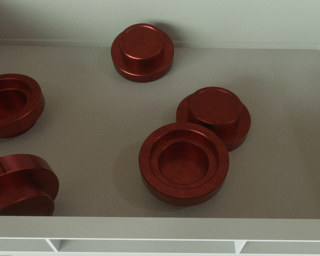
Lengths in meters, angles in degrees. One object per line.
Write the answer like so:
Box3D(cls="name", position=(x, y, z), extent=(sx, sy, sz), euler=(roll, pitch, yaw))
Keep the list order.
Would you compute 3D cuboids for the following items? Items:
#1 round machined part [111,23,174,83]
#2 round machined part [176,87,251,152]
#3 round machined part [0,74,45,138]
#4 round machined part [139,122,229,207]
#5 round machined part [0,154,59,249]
Box3D(cls="round machined part", position=(-0.027, -0.123, 0.481), extent=(0.099, 0.042, 0.098), euler=(0, 66, 0))
Box3D(cls="round machined part", position=(0.071, -0.017, 0.409), extent=(0.099, 0.042, 0.098), euler=(0, 50, 0))
Box3D(cls="round machined part", position=(-0.204, -0.025, 0.412), extent=(0.099, 0.042, 0.098), euler=(0, 50, 0))
Box3D(cls="round machined part", position=(0.026, 0.044, 0.355), extent=(0.099, 0.042, 0.098), euler=(-1, 53, 1))
Box3D(cls="round machined part", position=(-0.141, 0.075, 0.293), extent=(0.099, 0.097, 0.042), euler=(-31, 57, -24))
